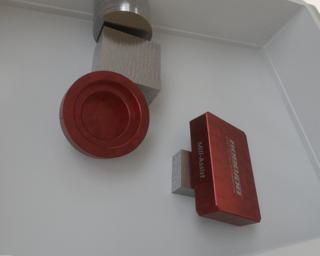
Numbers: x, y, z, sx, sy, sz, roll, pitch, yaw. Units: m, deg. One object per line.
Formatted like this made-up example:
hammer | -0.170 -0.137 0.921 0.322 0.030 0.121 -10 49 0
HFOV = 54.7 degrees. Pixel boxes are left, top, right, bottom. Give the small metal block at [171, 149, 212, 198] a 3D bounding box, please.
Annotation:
small metal block | 0.043 0.060 0.394 0.050 0.025 0.050 16 55 -20

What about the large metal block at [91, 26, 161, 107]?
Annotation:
large metal block | -0.046 -0.078 0.414 0.081 0.050 0.080 13 56 -21

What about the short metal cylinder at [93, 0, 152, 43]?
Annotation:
short metal cylinder | -0.053 -0.149 0.435 0.081 0.080 0.050 9 58 -24

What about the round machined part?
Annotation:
round machined part | -0.065 -0.013 0.356 0.099 0.042 0.097 5 78 -28

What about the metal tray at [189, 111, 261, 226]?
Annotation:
metal tray | 0.083 0.053 0.400 0.090 0.030 0.130 25 50 -36
